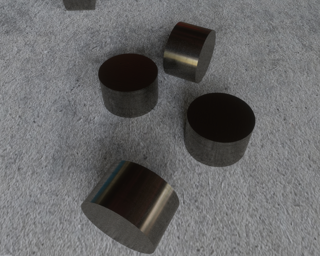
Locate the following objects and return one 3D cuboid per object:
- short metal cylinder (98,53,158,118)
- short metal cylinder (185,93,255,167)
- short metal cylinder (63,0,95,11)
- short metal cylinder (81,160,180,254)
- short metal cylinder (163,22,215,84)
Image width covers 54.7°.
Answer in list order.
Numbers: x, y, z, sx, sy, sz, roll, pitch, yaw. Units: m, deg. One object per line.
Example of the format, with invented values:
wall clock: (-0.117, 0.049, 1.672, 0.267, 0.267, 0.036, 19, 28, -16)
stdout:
short metal cylinder: (-0.043, -0.061, 0.437, 0.080, 0.050, 0.080, 0, 50, 0)
short metal cylinder: (0.072, 0.002, 0.386, 0.080, 0.050, 0.080, 0, 50, 0)
short metal cylinder: (-0.155, -0.267, 0.591, 0.050, 0.080, 0.080, -3, 50, -2)
short metal cylinder: (-0.028, 0.077, 0.302, 0.080, 0.080, 0.050, 22, 54, 17)
short metal cylinder: (0.045, -0.112, 0.462, 0.050, 0.080, 0.080, 21, 53, 16)
